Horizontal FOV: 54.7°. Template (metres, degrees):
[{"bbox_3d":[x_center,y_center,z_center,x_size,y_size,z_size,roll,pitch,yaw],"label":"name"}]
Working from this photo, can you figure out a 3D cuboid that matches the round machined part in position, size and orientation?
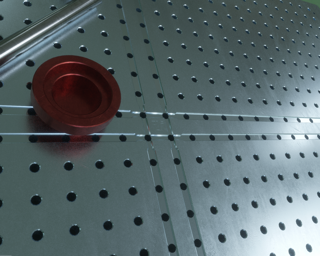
[{"bbox_3d":[-0.099,-0.034,0.364,0.099,0.042,0.098,14,56,-21],"label":"round machined part"}]

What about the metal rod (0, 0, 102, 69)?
[{"bbox_3d":[-0.169,-0.107,0.382,0.025,0.025,0.301,39,51,-3],"label":"metal rod"}]
